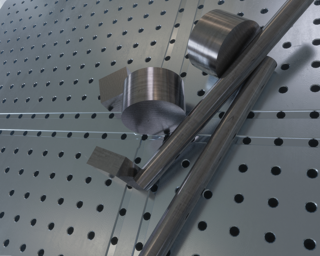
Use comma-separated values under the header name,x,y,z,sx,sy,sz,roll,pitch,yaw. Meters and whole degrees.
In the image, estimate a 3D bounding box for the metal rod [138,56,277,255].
name,x,y,z,sx,sy,sz,roll,pitch,yaw
metal rod,0.055,0.040,0.355,0.025,0.025,0.300,24,74,36

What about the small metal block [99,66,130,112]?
name,x,y,z,sx,sy,sz,roll,pitch,yaw
small metal block,-0.065,-0.060,0.480,0.050,0.025,0.050,-23,53,14

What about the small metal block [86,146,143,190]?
name,x,y,z,sx,sy,sz,roll,pitch,yaw
small metal block,-0.055,0.050,0.390,0.050,0.050,0.025,15,70,34

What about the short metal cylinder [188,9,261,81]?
name,x,y,z,sx,sy,sz,roll,pitch,yaw
short metal cylinder,0.082,-0.103,0.393,0.080,0.080,0.050,-47,51,-5

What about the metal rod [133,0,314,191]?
name,x,y,z,sx,sy,sz,roll,pitch,yaw
metal rod,0.075,-0.045,0.373,0.300,0.025,0.025,-49,51,2

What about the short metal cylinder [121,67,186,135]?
name,x,y,z,sx,sy,sz,roll,pitch,yaw
short metal cylinder,-0.008,-0.032,0.397,0.080,0.080,0.050,-14,56,20
